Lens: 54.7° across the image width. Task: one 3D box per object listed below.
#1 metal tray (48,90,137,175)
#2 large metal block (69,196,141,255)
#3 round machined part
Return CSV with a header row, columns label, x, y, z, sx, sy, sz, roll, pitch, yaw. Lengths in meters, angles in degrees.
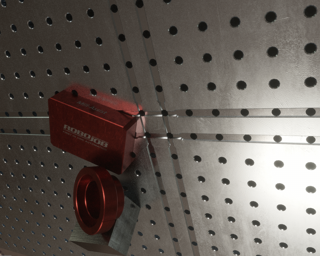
label,x,y,z,sx,sy,sz,roll,pitch,yaw
metal tray,-0.104,0.007,0.465,0.130,0.030,0.089,21,126,15
large metal block,-0.089,0.158,0.509,0.080,0.080,0.050,-6,140,30
round machined part,-0.089,0.106,0.463,0.098,0.042,0.097,-3,87,50
